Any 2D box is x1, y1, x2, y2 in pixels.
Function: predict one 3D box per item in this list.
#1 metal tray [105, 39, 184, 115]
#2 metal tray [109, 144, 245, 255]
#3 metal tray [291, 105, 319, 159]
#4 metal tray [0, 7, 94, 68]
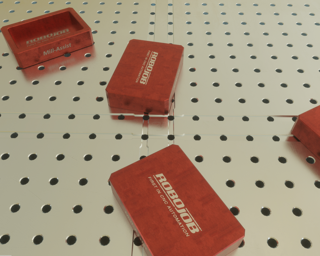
[{"bbox_3d":[-0.019,-0.082,0.473,0.090,0.030,0.130,10,51,8],"label":"metal tray"},{"bbox_3d":[0.014,0.087,0.332,0.091,0.030,0.130,-24,54,-19],"label":"metal tray"},{"bbox_3d":[0.254,0.000,0.406,0.131,0.030,0.090,-23,54,-18],"label":"metal tray"},{"bbox_3d":[-0.194,-0.160,0.537,0.131,0.030,0.090,-26,55,-20],"label":"metal tray"}]
